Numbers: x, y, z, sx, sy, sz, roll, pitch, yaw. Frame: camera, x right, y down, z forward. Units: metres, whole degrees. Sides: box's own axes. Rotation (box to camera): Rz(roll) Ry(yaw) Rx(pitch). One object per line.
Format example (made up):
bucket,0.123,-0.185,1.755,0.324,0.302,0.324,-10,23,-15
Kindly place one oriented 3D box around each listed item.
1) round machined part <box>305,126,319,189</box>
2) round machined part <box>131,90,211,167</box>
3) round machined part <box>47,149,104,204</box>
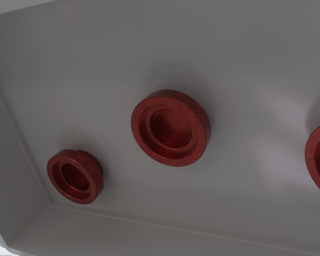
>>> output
round machined part,0.196,0.031,0.296,0.098,0.042,0.097,38,140,41
round machined part,0.017,-0.003,0.387,0.098,0.042,0.097,13,124,21
round machined part,-0.135,0.076,0.516,0.098,0.042,0.097,13,124,21
